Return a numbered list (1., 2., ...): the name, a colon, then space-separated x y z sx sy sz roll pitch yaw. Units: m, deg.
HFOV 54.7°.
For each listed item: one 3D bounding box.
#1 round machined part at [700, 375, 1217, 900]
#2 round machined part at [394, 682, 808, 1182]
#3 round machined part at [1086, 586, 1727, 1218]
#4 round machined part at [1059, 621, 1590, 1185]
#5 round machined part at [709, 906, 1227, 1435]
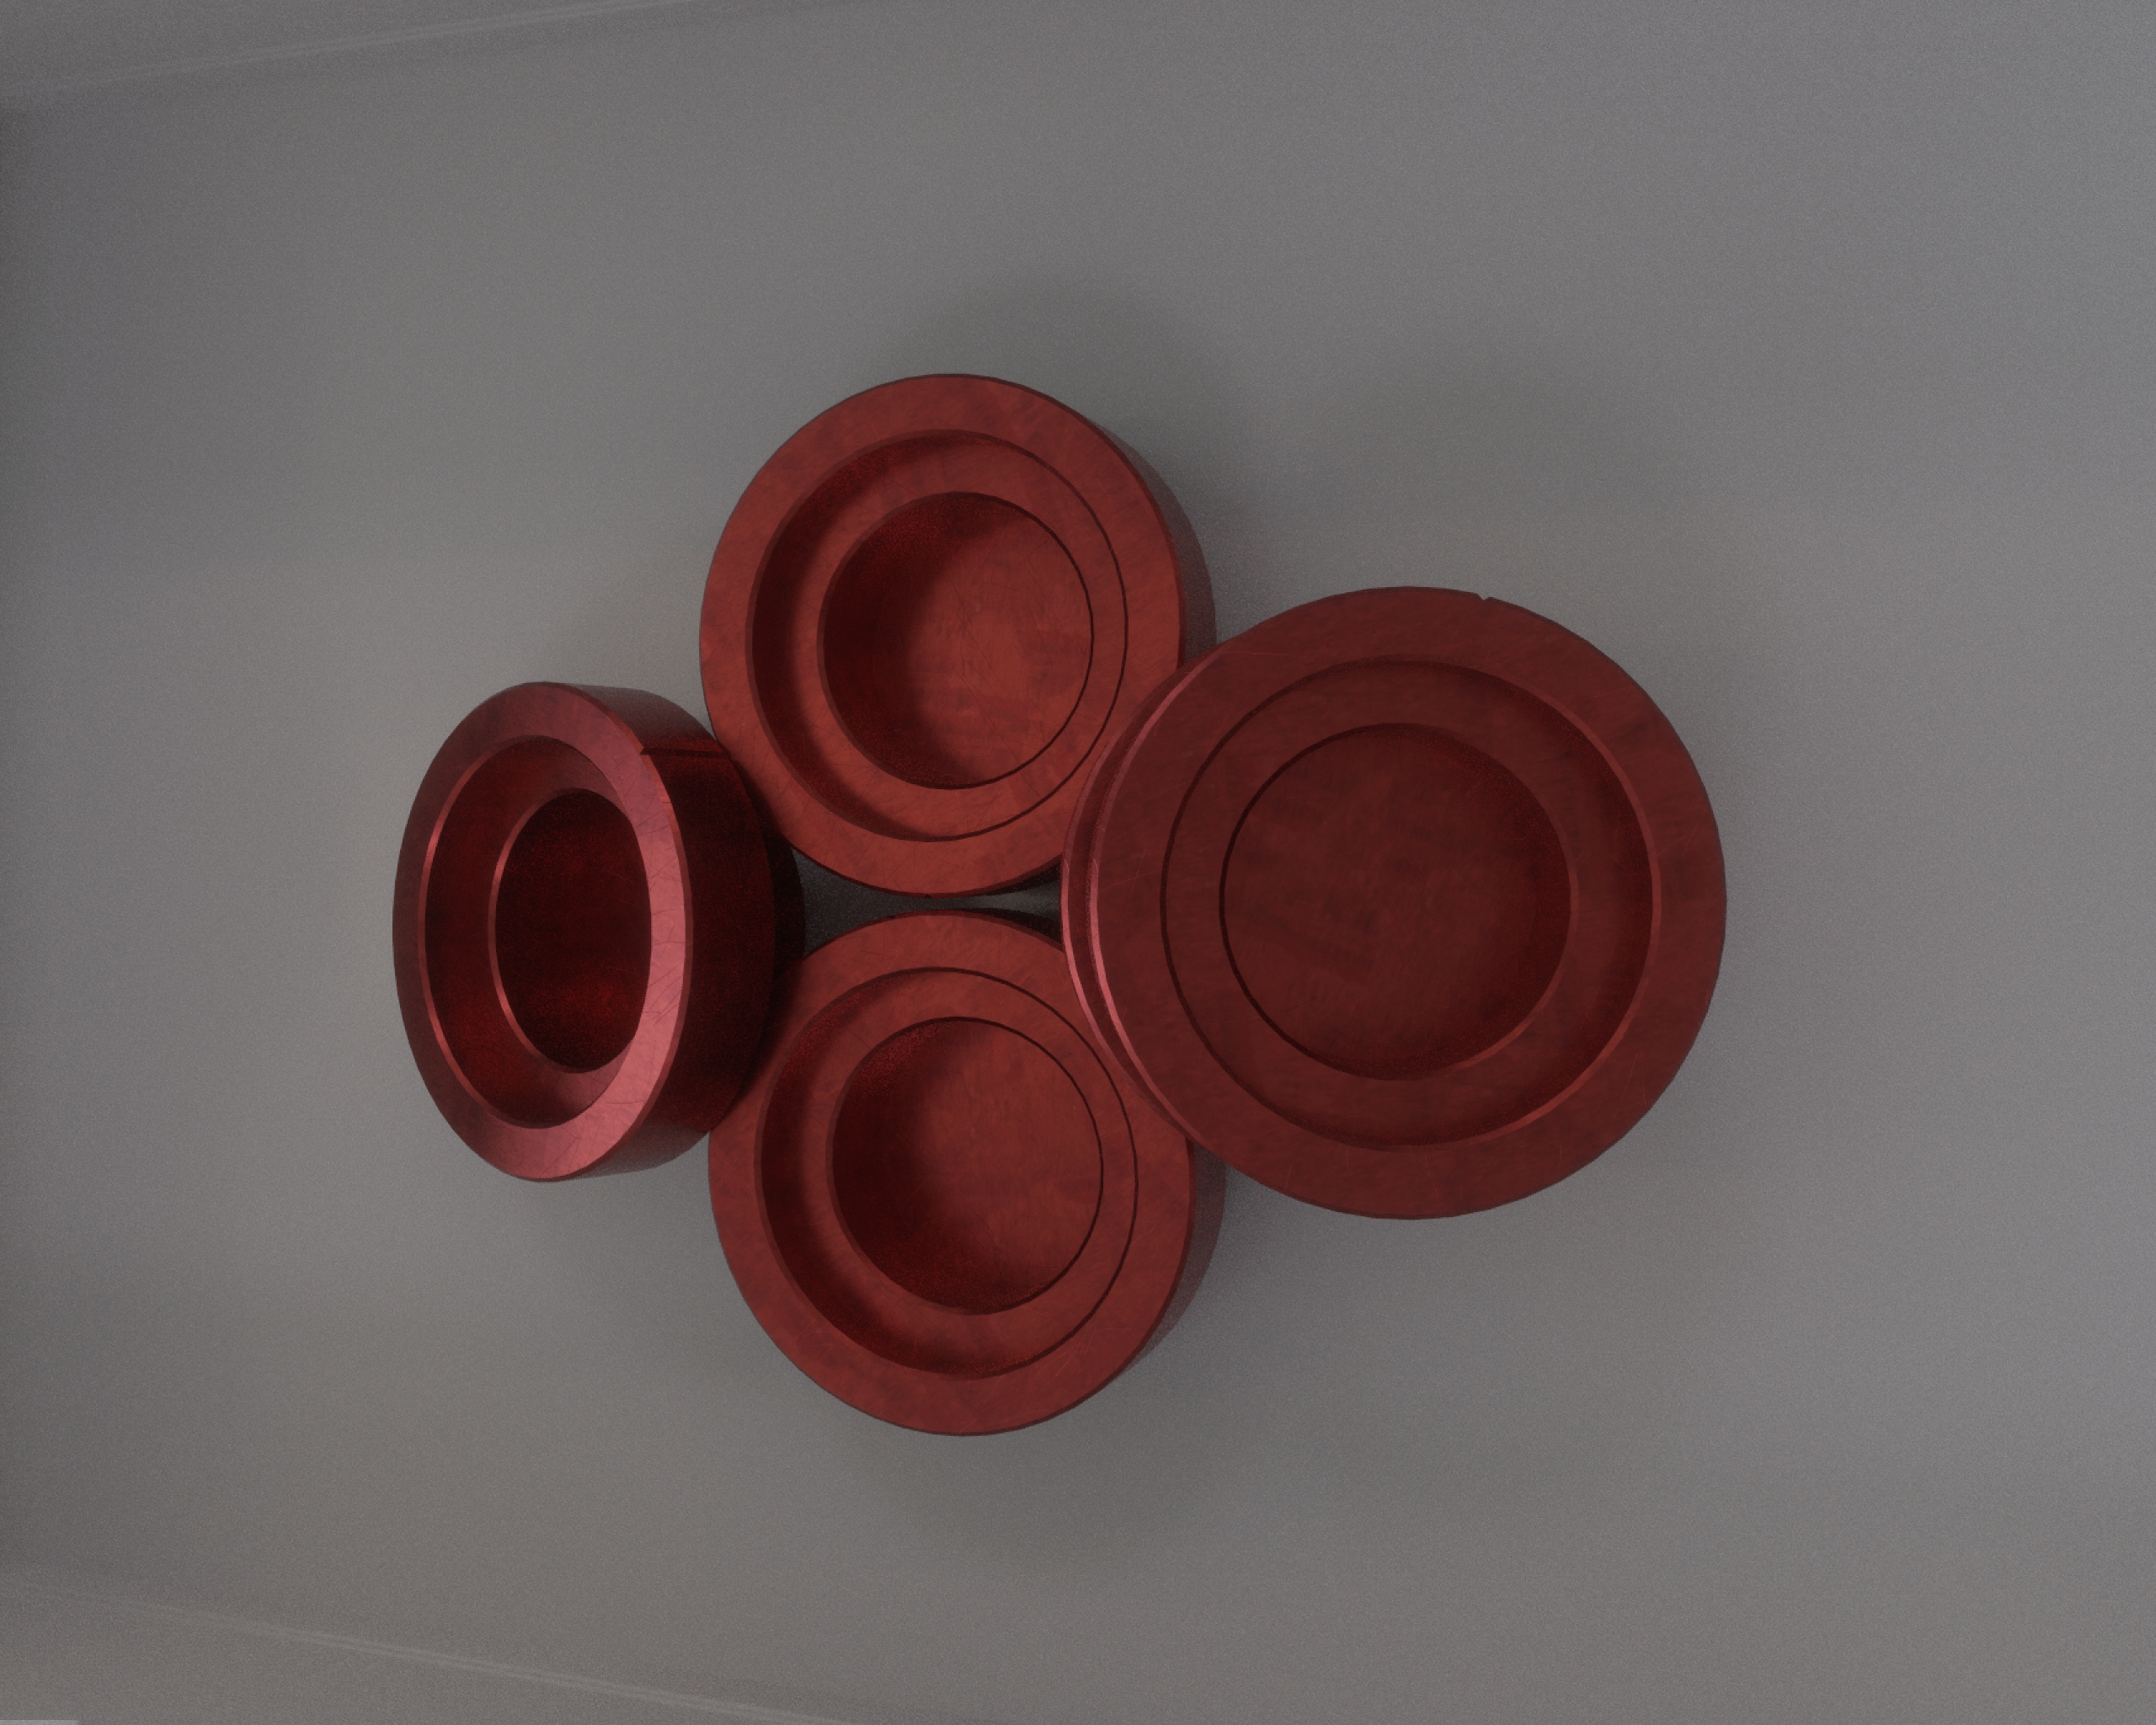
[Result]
1. round machined part: -0.020 -0.042 0.406 0.098 0.042 0.097 0 90 20
2. round machined part: -0.093 0.013 0.422 0.098 0.042 0.097 0 89 40
3. round machined part: 0.050 0.006 0.341 0.099 0.042 0.097 0 90 -2
4. round machined part: 0.046 0.006 0.372 0.099 0.042 0.097 0 89 -3
5. round machined part: -0.018 0.057 0.405 0.098 0.042 0.097 0 90 20
